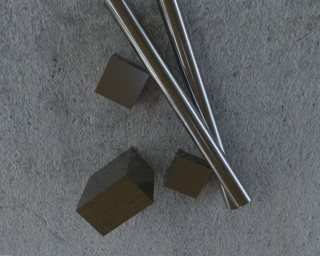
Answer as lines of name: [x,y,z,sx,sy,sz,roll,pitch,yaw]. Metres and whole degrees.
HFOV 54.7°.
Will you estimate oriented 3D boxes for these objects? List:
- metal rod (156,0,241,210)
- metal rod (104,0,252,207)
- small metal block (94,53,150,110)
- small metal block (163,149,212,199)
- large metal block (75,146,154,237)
metal rod: [0.057,-0.020,0.403,0.025,0.025,0.298,-19,109,6]
metal rod: [0.028,-0.027,0.381,0.025,0.025,0.299,-32,101,10]
small metal block: [-0.047,-0.058,0.388,0.050,0.025,0.050,26,108,-10]
small metal block: [0.038,0.064,0.434,0.050,0.025,0.050,23,108,-9]
large metal block: [-0.055,0.081,0.410,0.080,0.080,0.050,-36,106,12]
